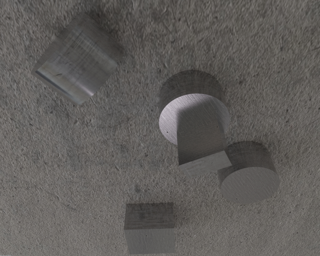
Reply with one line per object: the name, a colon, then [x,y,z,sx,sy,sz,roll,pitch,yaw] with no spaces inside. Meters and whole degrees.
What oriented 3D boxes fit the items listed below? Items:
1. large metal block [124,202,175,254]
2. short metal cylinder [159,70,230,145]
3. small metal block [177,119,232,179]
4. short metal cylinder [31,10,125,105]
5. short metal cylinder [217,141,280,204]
large metal block: [-0.016,0.176,0.540,0.080,0.050,0.079,-2,130,2]
short metal cylinder: [0.039,-0.022,0.372,0.081,0.050,0.079,0,130,0]
small metal block: [0.048,0.023,0.345,0.050,0.050,0.025,-21,127,17]
short metal cylinder: [-0.082,-0.070,0.311,0.080,0.080,0.050,-35,122,26]
short metal cylinder: [0.125,0.065,0.447,0.081,0.050,0.079,0,130,0]
